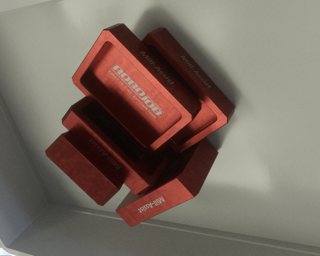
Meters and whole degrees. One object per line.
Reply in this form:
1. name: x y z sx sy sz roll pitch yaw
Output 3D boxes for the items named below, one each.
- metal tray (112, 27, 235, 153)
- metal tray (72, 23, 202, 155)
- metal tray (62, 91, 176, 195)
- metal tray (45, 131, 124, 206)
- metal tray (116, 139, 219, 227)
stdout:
1. metal tray: 0.013 -0.041 0.372 0.130 0.030 0.090 48 130 -5
2. metal tray: -0.029 -0.040 0.353 0.130 0.030 0.090 45 129 -3
3. metal tray: -0.045 0.009 0.391 0.130 0.090 0.030 45 129 -3
4. metal tray: -0.083 0.039 0.406 0.090 0.130 0.030 45 99 -3
5. metal tray: 0.008 0.070 0.402 0.030 0.090 0.129 49 128 -6
